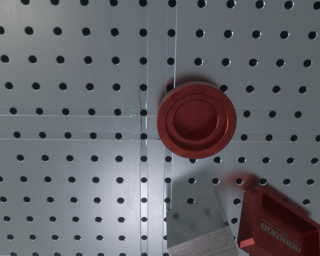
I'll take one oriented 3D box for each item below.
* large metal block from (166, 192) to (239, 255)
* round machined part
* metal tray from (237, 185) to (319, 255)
[{"bbox_3d":[0.056,0.147,0.439,0.080,0.080,0.050,-24,109,8],"label":"large metal block"},{"bbox_3d":[0.045,-0.013,0.400,0.099,0.042,0.097,0,110,0],"label":"round machined part"},{"bbox_3d":[0.172,0.151,0.434,0.130,0.090,0.030,34,137,-12],"label":"metal tray"}]
